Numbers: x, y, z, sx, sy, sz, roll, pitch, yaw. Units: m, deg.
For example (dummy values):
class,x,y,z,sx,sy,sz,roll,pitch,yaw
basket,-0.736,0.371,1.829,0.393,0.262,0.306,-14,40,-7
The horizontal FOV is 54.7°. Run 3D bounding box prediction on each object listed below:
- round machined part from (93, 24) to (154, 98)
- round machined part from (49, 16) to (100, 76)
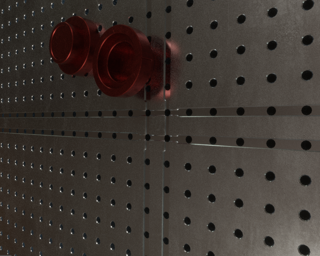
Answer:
class,x,y,z,sx,sy,sz,roll,pitch,yaw
round machined part,-0.047,-0.091,0.435,0.098,0.042,0.097,0,90,39
round machined part,-0.148,-0.138,0.518,0.098,0.042,0.097,0,90,39
